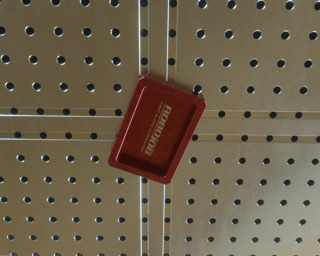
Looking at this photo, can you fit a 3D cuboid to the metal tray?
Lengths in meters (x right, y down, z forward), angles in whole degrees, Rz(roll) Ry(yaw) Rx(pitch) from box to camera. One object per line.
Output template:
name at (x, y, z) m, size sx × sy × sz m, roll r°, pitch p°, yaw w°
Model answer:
metal tray at (-0.006, 0.003, 0.411) m, size 0.090 × 0.030 × 0.129 m, roll 20°, pitch 109°, yaw -8°
